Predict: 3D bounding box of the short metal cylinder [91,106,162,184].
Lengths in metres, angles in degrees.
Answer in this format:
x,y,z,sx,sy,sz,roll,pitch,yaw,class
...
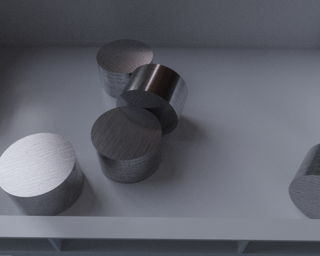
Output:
x,y,z,sx,sy,sz,roll,pitch,yaw,class
-0.038,0.019,0.372,0.080,0.050,0.080,0,50,0,short metal cylinder

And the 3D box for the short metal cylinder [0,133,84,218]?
x,y,z,sx,sy,sz,roll,pitch,yaw,class
-0.130,0.052,0.344,0.080,0.050,0.080,0,50,0,short metal cylinder

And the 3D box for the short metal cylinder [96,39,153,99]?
x,y,z,sx,sy,sz,roll,pitch,yaw,class
-0.050,-0.088,0.462,0.080,0.050,0.080,0,50,0,short metal cylinder

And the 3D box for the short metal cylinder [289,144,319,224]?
x,y,z,sx,sy,sz,roll,pitch,yaw,class
0.183,0.060,0.320,0.080,0.080,0.050,30,56,22,short metal cylinder

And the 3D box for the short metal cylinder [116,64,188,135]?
x,y,z,sx,sy,sz,roll,pitch,yaw,class
-0.009,-0.035,0.399,0.080,0.080,0.050,13,51,11,short metal cylinder
